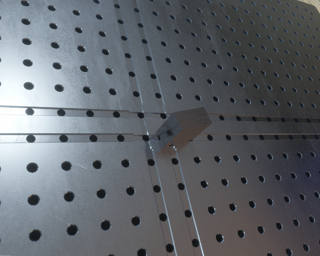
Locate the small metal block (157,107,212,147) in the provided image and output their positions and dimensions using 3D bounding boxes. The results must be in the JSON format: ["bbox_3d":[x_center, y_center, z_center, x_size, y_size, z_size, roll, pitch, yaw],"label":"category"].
[{"bbox_3d":[0.032,-0.001,0.412,0.050,0.050,0.025,-11,68,-33],"label":"small metal block"}]
